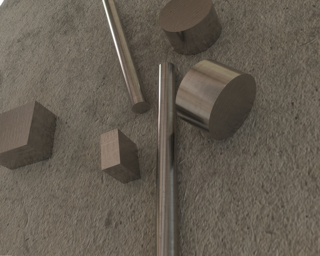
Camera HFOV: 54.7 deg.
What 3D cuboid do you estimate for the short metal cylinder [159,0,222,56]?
[{"bbox_3d":[0.045,-0.155,0.459,0.080,0.050,0.080,-13,56,21],"label":"short metal cylinder"}]

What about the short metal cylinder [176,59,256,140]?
[{"bbox_3d":[0.064,-0.033,0.355,0.050,0.080,0.080,34,81,38],"label":"short metal cylinder"}]

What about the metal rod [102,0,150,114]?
[{"bbox_3d":[-0.065,-0.142,0.524,0.025,0.025,0.299,-27,52,11],"label":"metal rod"}]

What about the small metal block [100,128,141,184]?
[{"bbox_3d":[-0.050,0.036,0.392,0.025,0.050,0.050,-21,54,16],"label":"small metal block"}]

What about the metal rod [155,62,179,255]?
[{"bbox_3d":[0.008,0.041,0.374,0.025,0.025,0.299,-13,56,21],"label":"metal rod"}]

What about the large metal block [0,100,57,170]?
[{"bbox_3d":[-0.218,0.013,0.494,0.080,0.050,0.080,-17,55,18],"label":"large metal block"}]
